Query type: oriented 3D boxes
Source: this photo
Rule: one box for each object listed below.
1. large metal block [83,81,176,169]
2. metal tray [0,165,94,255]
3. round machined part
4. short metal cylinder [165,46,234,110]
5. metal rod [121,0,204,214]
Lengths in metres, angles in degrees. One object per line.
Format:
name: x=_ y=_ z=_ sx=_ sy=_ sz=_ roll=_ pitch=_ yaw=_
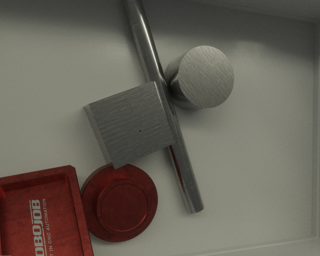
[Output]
large metal block: x=-0.039 y=-0.005 z=0.384 sx=0.081 sy=0.050 sz=0.080 roll=-23 pitch=98 yaw=-19
metal tray: x=-0.124 y=0.109 z=0.324 sx=0.091 sy=0.030 sz=0.130 roll=-9 pitch=57 yaw=-21
round machined part: x=-0.048 y=0.094 z=0.385 sx=0.099 sy=0.042 sz=0.097 roll=0 pitch=90 yaw=-21
short metal cylinder: x=0.051 y=-0.065 z=0.417 sx=0.081 sy=0.050 sz=0.079 roll=0 pitch=90 yaw=-20
metal rod: x=0.006 y=-0.029 z=0.413 sx=0.025 sy=0.025 sz=0.298 roll=-20 pitch=97 yaw=-19
